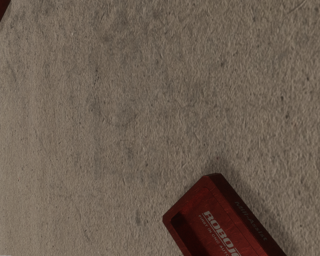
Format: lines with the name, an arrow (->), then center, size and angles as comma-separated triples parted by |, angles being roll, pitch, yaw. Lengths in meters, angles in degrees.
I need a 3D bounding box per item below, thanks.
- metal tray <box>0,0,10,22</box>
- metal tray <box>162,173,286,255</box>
metal tray -> -0.396, -0.315, 0.723 | 0.090, 0.030, 0.130 | -43, 65, 31
metal tray -> 0.069, 0.127, 0.343 | 0.090, 0.030, 0.130 | -51, 60, 27
